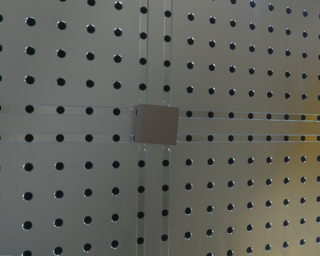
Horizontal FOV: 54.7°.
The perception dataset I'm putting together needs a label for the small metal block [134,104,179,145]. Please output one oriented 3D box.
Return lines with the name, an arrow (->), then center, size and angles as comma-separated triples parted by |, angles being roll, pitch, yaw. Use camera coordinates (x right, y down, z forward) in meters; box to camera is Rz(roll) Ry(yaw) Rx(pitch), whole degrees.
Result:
small metal block -> -0.004, -0.004, 0.412 | 0.050, 0.025, 0.050 | 5, 88, -20
